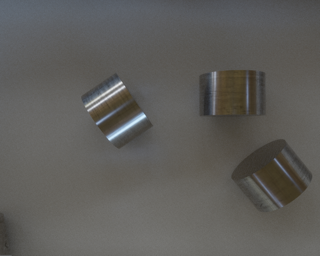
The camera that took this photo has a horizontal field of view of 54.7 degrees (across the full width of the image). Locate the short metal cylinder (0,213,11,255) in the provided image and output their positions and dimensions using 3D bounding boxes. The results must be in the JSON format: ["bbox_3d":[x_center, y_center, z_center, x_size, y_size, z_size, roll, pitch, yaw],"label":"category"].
[{"bbox_3d":[-0.232,0.142,0.381,0.080,0.080,0.050,-11,90,0],"label":"short metal cylinder"}]

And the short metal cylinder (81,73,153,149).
[{"bbox_3d":[-0.052,-0.021,0.383,0.050,0.080,0.080,-35,90,0],"label":"short metal cylinder"}]

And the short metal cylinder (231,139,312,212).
[{"bbox_3d":[0.137,0.058,0.386,0.080,0.080,0.050,-39,91,0],"label":"short metal cylinder"}]

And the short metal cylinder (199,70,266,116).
[{"bbox_3d":[0.089,-0.040,0.385,0.081,0.080,0.050,0,90,-1],"label":"short metal cylinder"}]
